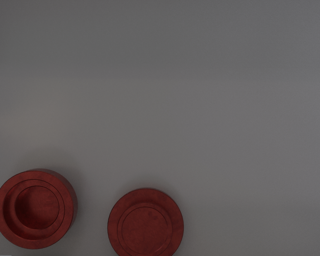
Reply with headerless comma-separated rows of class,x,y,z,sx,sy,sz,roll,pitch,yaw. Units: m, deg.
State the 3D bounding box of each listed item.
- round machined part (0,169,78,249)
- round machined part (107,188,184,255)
round machined part,-0.156,0.101,0.402,0.099,0.042,0.097,0,90,0
round machined part,-0.018,0.127,0.397,0.099,0.042,0.097,0,83,0
